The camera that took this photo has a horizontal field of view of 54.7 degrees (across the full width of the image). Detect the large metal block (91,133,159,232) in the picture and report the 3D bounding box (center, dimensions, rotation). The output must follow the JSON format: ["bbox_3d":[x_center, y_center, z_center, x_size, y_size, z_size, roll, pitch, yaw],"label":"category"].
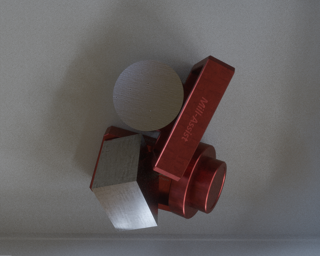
[{"bbox_3d":[-0.037,0.066,0.380,0.050,0.080,0.080,-12,126,10],"label":"large metal block"}]

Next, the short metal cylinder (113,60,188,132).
[{"bbox_3d":[-0.009,-0.035,0.367,0.080,0.050,0.080,-1,87,11],"label":"short metal cylinder"}]

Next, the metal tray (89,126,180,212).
[{"bbox_3d":[-0.021,0.059,0.427,0.131,0.030,0.089,16,109,-6],"label":"metal tray"}]

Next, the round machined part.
[{"bbox_3d":[0.053,0.069,0.393,0.042,0.099,0.097,17,112,26],"label":"round machined part"}]

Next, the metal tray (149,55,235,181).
[{"bbox_3d":[0.031,-0.013,0.354,0.030,0.090,0.129,26,92,-6],"label":"metal tray"}]
